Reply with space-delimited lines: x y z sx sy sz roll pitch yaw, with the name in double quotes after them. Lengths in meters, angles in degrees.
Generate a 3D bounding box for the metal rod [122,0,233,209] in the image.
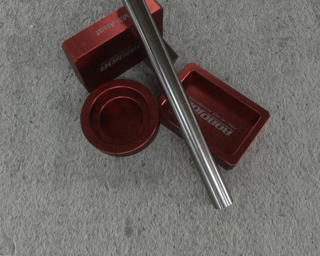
0.017 -0.043 0.369 0.025 0.025 0.299 -25 94 -9 "metal rod"

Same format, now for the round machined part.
-0.048 -0.010 0.400 0.099 0.042 0.098 -2 73 5 "round machined part"

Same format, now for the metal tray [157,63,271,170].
0.066 -0.017 0.414 0.130 0.030 0.090 36 74 12 "metal tray"

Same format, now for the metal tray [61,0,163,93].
-0.056 -0.110 0.414 0.131 0.090 0.030 -36 74 -12 "metal tray"

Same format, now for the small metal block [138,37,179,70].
-0.005 -0.101 0.428 0.025 0.050 0.050 -42 90 -11 "small metal block"
